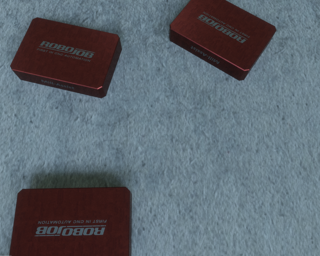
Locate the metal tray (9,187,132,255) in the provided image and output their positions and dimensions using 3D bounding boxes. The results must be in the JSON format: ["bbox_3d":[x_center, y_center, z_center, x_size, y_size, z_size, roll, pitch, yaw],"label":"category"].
[{"bbox_3d":[-0.100,0.117,0.361,0.131,0.030,0.090,-1,70,-1],"label":"metal tray"}]

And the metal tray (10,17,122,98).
[{"bbox_3d":[-0.130,-0.101,0.441,0.131,0.030,0.090,13,70,4],"label":"metal tray"}]

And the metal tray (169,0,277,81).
[{"bbox_3d":[0.091,-0.139,0.458,0.130,0.030,0.090,33,73,11],"label":"metal tray"}]
